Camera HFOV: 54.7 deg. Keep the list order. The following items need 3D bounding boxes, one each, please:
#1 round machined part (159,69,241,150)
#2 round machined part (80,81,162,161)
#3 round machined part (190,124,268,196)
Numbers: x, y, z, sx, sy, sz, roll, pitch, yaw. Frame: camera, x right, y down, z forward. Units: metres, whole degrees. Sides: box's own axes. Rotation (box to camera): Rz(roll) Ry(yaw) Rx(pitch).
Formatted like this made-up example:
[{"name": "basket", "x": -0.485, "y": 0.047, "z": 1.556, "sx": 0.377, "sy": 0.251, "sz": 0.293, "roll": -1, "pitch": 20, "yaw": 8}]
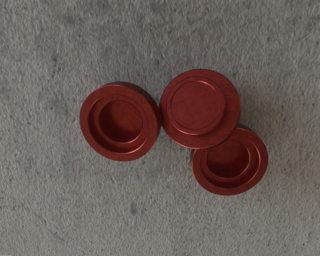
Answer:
[{"name": "round machined part", "x": 0.045, "y": -0.024, "z": 0.369, "sx": 0.098, "sy": 0.042, "sz": 0.097, "roll": -2, "pitch": 83, "yaw": 16}, {"name": "round machined part", "x": -0.046, "y": -0.011, "z": 0.389, "sx": 0.098, "sy": 0.042, "sz": 0.097, "roll": 4, "pitch": 111, "yaw": 11}, {"name": "round machined part", "x": 0.090, "y": 0.038, "z": 0.416, "sx": 0.099, "sy": 0.042, "sz": 0.097, "roll": 0, "pitch": 110, "yaw": -1}]
